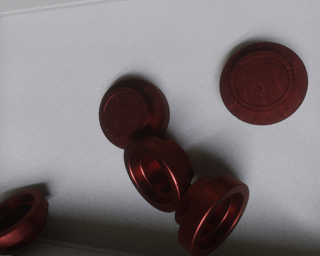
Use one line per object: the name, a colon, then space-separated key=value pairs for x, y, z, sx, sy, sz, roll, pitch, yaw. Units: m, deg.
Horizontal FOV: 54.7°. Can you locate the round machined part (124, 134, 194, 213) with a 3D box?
round machined part: x=0.002 y=0.051 z=0.383 sx=0.098 sy=0.042 sz=0.097 roll=31 pitch=136 yaw=35

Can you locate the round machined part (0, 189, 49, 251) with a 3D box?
round machined part: x=-0.208 y=0.139 z=0.454 sx=0.098 sy=0.098 sz=0.042 roll=-14 pitch=118 yaw=19

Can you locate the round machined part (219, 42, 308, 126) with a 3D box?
round machined part: x=0.118 y=-0.052 z=0.360 sx=0.098 sy=0.042 sz=0.097 roll=0 pitch=90 yaw=20

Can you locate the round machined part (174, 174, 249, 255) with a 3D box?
round machined part: x=0.055 y=0.095 z=0.356 sx=0.042 sy=0.099 sz=0.097 roll=33 pitch=101 yaw=38

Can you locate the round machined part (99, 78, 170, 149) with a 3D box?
round machined part: x=-0.040 y=-0.018 z=0.415 sx=0.098 sy=0.042 sz=0.097 roll=0 pitch=90 yaw=20
